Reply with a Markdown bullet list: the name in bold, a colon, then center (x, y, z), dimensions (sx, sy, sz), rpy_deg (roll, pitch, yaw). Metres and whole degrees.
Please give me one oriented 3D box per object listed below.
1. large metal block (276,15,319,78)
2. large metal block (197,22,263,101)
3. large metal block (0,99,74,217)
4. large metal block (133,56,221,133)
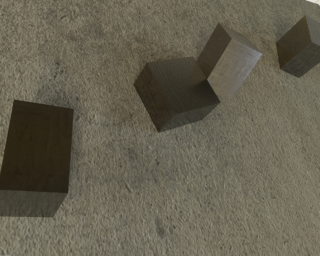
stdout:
- **large metal block**: center (0.285, -0.162, 0.620), dimensions (0.050, 0.080, 0.080), rpy_deg (20, 54, -17)
- **large metal block**: center (0.097, -0.101, 0.466), dimensions (0.050, 0.079, 0.080), rpy_deg (20, 30, -17)
- **large metal block**: center (-0.116, 0.032, 0.286), dimensions (0.050, 0.080, 0.080), rpy_deg (9, 58, -24)
- **large metal block**: center (0.023, -0.048, 0.429), dimensions (0.081, 0.050, 0.080), rpy_deg (-16, 70, -34)
